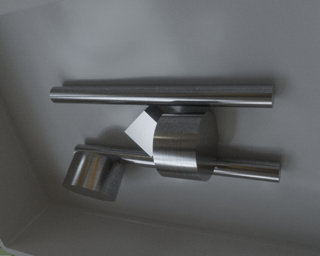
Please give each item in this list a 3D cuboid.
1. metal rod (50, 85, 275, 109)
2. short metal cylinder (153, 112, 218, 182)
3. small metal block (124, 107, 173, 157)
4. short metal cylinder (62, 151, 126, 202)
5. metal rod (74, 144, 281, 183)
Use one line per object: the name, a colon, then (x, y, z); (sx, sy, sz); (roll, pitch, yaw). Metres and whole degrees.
metal rod: (-0.017, -0.041, 0.388); (0.301, 0.025, 0.025); (3, 120, 26)
short metal cylinder: (0.033, 0.020, 0.366); (0.050, 0.080, 0.079); (2, 119, 27)
small metal block: (-0.011, 0.003, 0.413); (0.050, 0.025, 0.050); (44, 129, -3)
short metal cylinder: (-0.098, 0.074, 0.463); (0.080, 0.050, 0.080); (13, 157, 6)
metal rod: (0.006, 0.045, 0.429); (0.301, 0.025, 0.025); (3, 120, 26)
